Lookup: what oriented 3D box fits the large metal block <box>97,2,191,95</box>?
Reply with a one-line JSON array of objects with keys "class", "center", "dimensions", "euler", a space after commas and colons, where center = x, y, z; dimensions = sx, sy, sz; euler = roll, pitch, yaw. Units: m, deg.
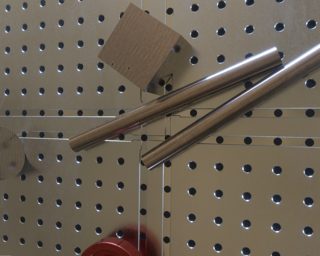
[{"class": "large metal block", "center": [-0.020, -0.101, 0.405], "dimensions": [0.080, 0.050, 0.080], "euler": [38, 102, 15]}]

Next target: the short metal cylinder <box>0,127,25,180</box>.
[{"class": "short metal cylinder", "center": [-0.256, 0.043, 0.472], "dimensions": [0.050, 0.080, 0.080], "euler": [-16, 85, 19]}]

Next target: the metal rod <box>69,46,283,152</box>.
[{"class": "metal rod", "center": [0.007, -0.030, 0.409], "dimensions": [0.300, 0.025, 0.025], "euler": [-22, 83, 18]}]

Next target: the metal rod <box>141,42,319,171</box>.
[{"class": "metal rod", "center": [0.104, -0.032, 0.375], "dimensions": [0.300, 0.025, 0.025], "euler": [-33, 80, 16]}]

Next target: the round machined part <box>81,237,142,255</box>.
[{"class": "round machined part", "center": [-0.060, 0.198, 0.424], "dimensions": [0.098, 0.042, 0.097], "euler": [0, 90, 19]}]
